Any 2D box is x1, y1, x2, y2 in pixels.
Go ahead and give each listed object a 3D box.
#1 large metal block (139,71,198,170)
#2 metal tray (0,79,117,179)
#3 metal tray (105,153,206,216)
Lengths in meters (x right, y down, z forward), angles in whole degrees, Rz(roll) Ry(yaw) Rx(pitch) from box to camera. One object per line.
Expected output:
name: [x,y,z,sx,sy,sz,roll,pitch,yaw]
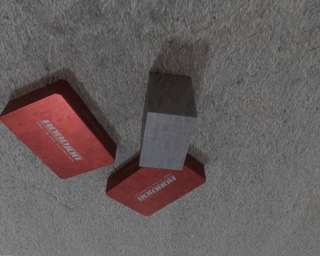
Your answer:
large metal block: [0.007,-0.009,0.364,0.050,0.080,0.079,6,130,-6]
metal tray: [-0.128,0.008,0.409,0.090,0.030,0.130,-20,128,15]
metal tray: [-0.008,0.079,0.472,0.090,0.030,0.130,37,121,-28]
